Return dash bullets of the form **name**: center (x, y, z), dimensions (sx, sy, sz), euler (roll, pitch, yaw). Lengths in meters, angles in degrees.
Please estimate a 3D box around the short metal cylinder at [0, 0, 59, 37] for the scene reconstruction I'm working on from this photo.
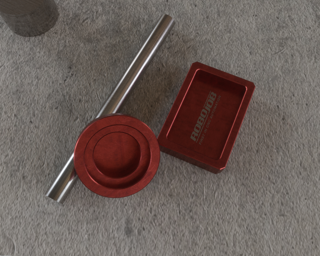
- **short metal cylinder**: center (-0.199, -0.184, 0.460), dimensions (0.081, 0.050, 0.080), euler (0, 70, 0)

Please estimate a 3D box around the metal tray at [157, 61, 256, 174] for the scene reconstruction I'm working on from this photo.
- **metal tray**: center (0.062, -0.016, 0.411), dimensions (0.090, 0.030, 0.130), euler (23, 71, 7)

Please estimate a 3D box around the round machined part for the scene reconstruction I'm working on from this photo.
- **round machined part**: center (-0.052, 0.030, 0.372), dimensions (0.099, 0.042, 0.097), euler (-2, 99, -14)

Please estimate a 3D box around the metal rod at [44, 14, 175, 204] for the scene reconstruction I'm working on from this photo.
- **metal rod**: center (-0.059, -0.038, 0.421), dimensions (0.025, 0.025, 0.300), euler (27, 72, 9)
